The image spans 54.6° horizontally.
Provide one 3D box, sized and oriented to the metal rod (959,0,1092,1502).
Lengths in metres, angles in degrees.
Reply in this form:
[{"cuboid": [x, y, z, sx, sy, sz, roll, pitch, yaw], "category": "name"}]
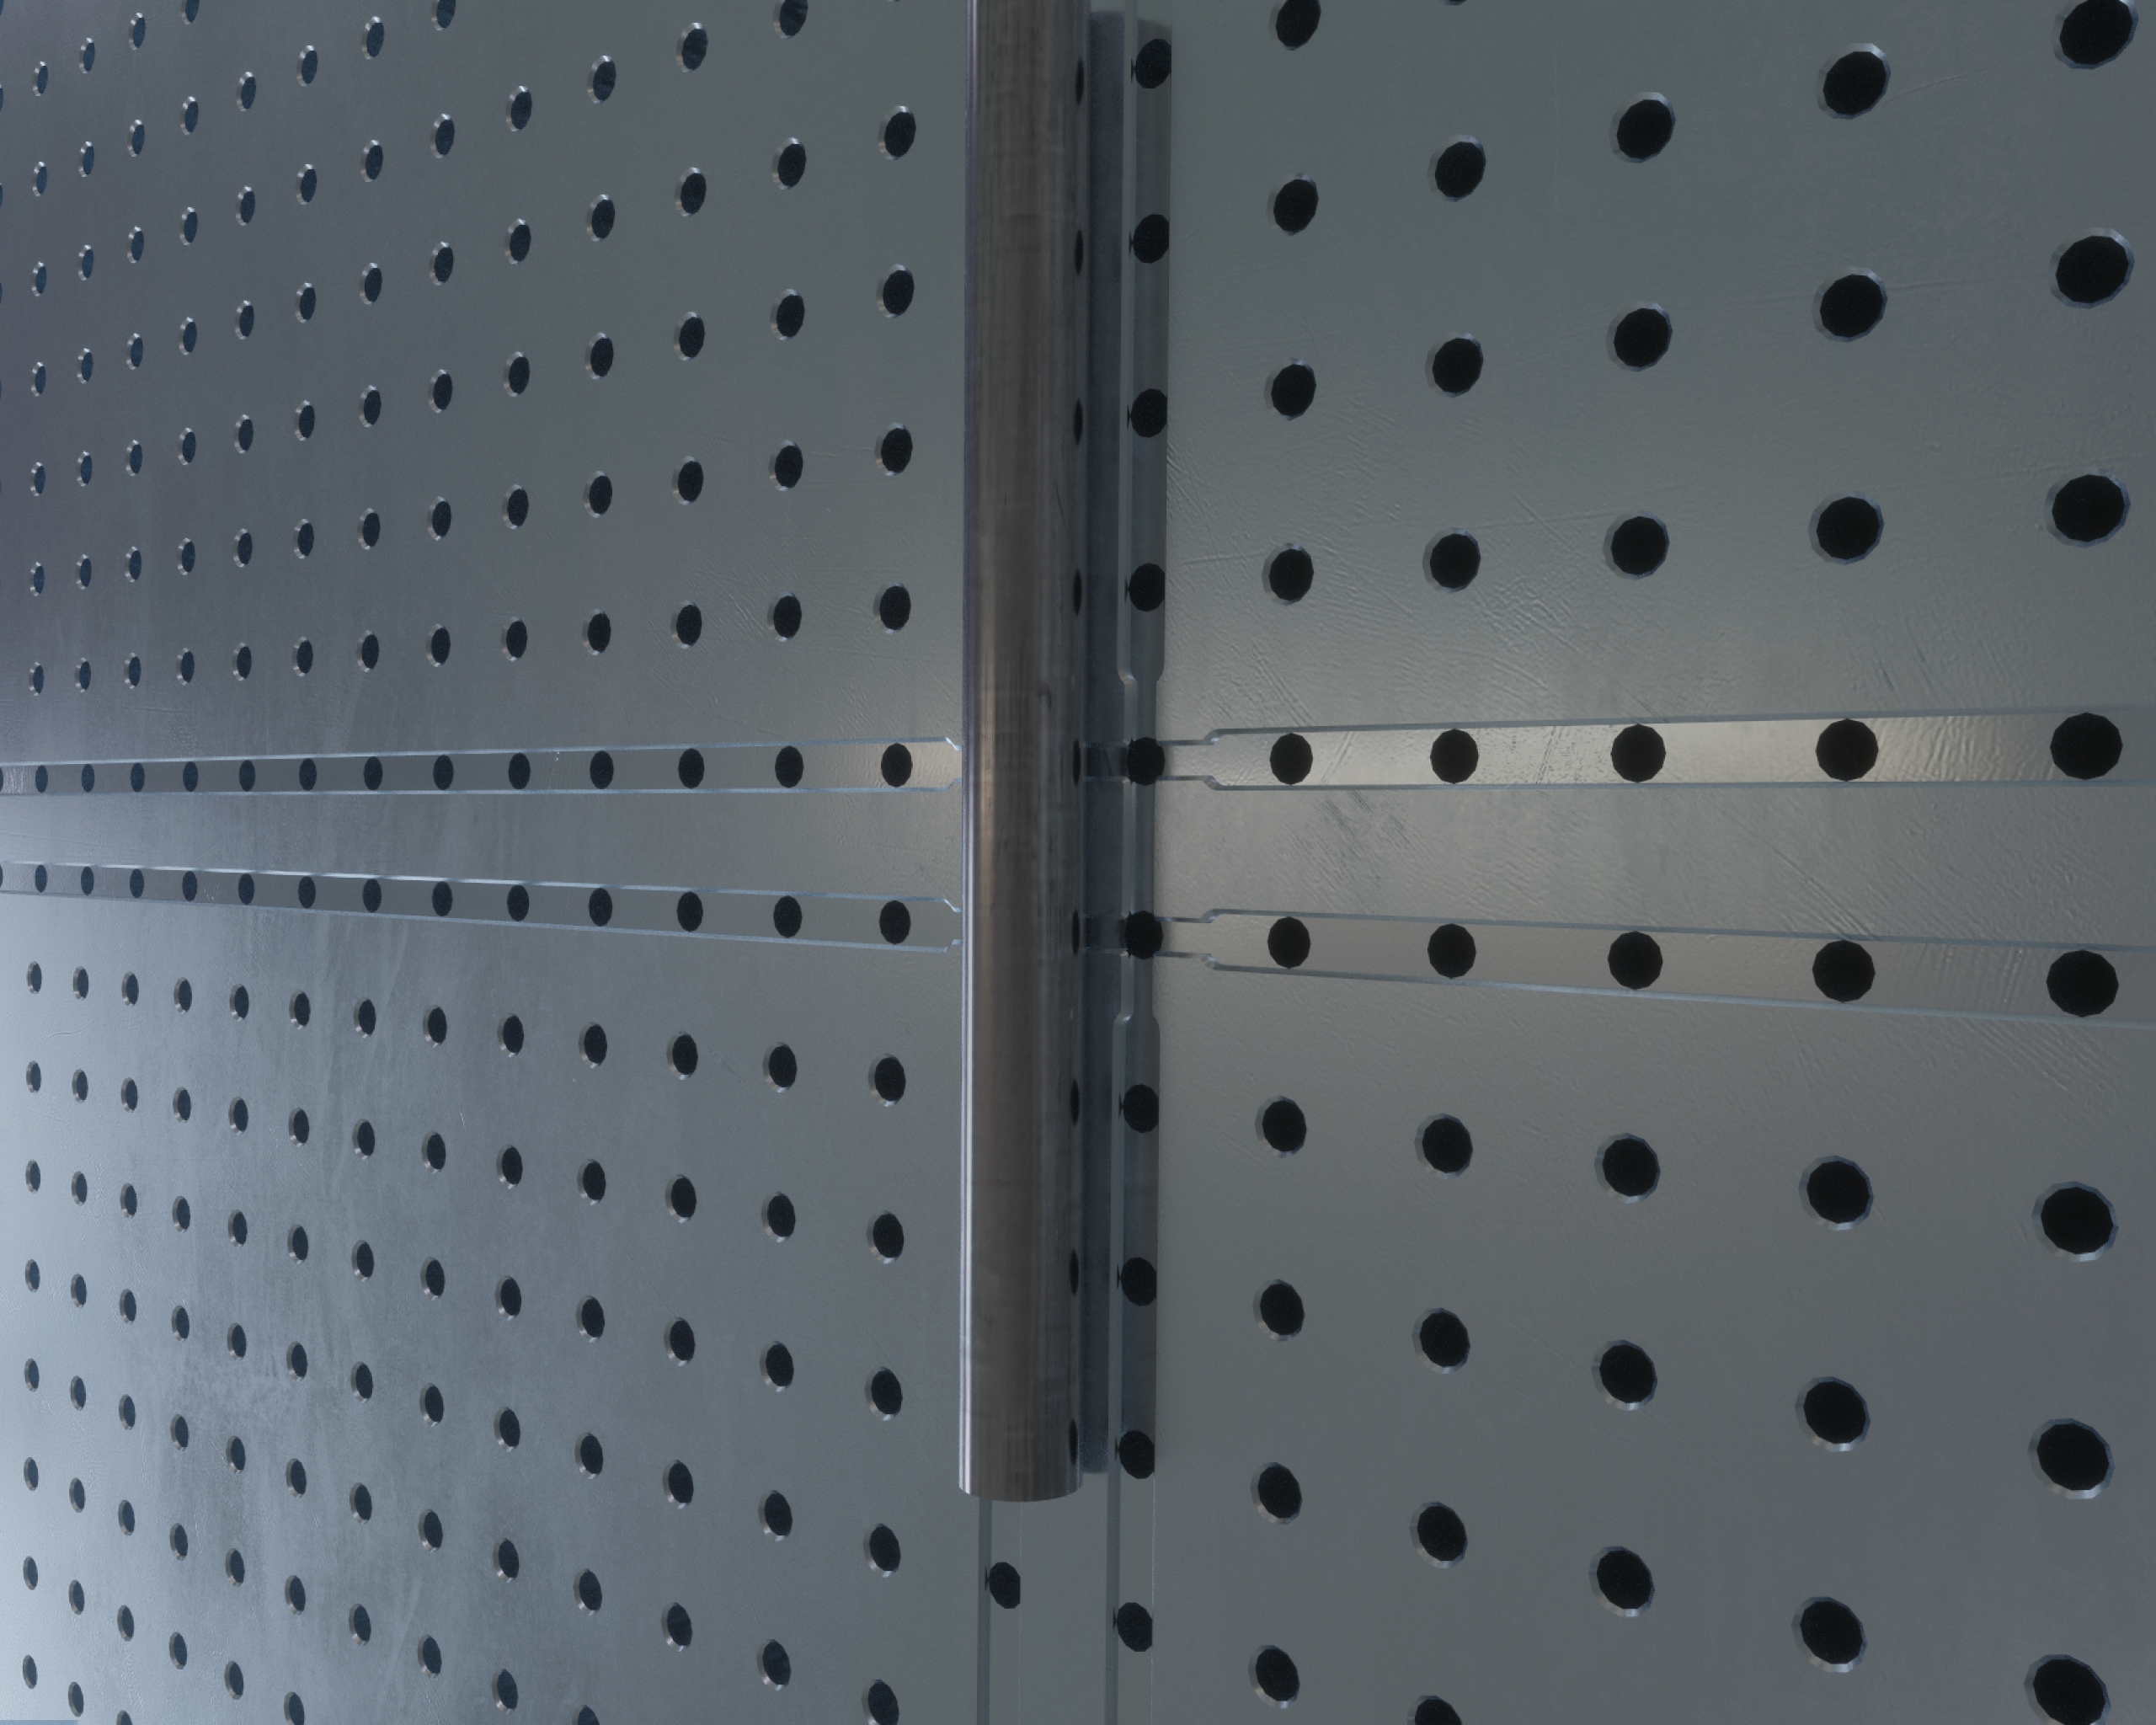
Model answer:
[{"cuboid": [-0.011, -0.024, 0.420, 0.025, 0.025, 0.298, 1, 91, 40], "category": "metal rod"}]
